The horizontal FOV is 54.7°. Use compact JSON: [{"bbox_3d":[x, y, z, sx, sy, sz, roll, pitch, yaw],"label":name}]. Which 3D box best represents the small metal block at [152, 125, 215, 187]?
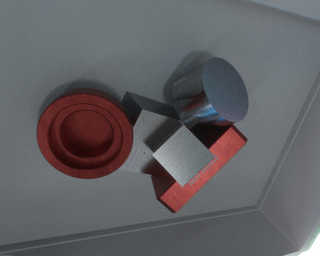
[{"bbox_3d":[0.028,0.032,0.361,0.050,0.050,0.025,-44,168,3],"label":"small metal block"}]

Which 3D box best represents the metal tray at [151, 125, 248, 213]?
[{"bbox_3d":[0.047,0.043,0.417,0.130,0.090,0.030,-45,102,3],"label":"metal tray"}]

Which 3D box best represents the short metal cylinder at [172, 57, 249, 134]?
[{"bbox_3d":[0.061,-0.038,0.375,0.081,0.080,0.050,17,153,-35],"label":"short metal cylinder"}]

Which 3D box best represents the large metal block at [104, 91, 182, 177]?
[{"bbox_3d":[-0.016,0.010,0.390,0.081,0.050,0.080,16,110,-35],"label":"large metal block"}]

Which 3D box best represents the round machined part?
[{"bbox_3d":[-0.079,0.003,0.341,0.099,0.042,0.097,-2,111,-4],"label":"round machined part"}]
